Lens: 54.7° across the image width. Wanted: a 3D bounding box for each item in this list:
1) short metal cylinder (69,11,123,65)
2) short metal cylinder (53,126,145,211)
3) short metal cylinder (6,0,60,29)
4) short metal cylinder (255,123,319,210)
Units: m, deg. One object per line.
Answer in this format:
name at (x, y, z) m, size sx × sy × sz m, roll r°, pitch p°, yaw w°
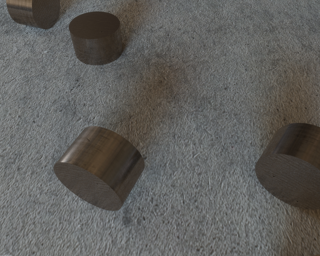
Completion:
short metal cylinder at (-0.104, -0.148, 0.511) m, size 0.080 × 0.050 × 0.080 m, roll 0°, pitch 50°, yaw 0°
short metal cylinder at (-0.063, 0.044, 0.330) m, size 0.080 × 0.080 × 0.050 m, roll 20°, pitch 53°, yaw 16°
short metal cylinder at (-0.223, -0.221, 0.552) m, size 0.050 × 0.080 × 0.080 m, roll 15°, pitch 52°, yaw 12°
short metal cylinder at (0.152, 0.041, 0.334) m, size 0.080 × 0.080 × 0.050 m, roll 29°, pitch 56°, yaw 22°
